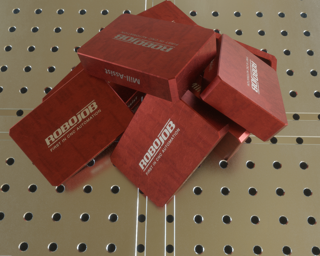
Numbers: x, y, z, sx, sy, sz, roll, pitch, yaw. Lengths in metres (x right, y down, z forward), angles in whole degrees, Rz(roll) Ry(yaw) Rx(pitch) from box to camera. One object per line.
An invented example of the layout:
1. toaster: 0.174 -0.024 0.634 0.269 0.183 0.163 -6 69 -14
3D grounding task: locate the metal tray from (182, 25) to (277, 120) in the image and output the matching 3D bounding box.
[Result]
1. metal tray: 0.091 -0.072 0.412 0.131 0.030 0.090 17 69 -15

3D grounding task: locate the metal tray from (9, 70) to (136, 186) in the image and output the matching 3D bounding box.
1. metal tray: -0.105 -0.003 0.385 0.130 0.030 0.090 -40 90 -2

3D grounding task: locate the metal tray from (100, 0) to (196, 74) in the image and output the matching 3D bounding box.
1. metal tray: -0.006 -0.119 0.432 0.131 0.030 0.090 -37 76 -27

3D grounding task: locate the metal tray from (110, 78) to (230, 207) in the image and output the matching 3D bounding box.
1. metal tray: 0.005 0.019 0.356 0.090 0.129 0.030 42 33 13

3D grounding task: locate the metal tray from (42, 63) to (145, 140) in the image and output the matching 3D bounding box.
1. metal tray: -0.082 -0.051 0.427 0.090 0.030 0.130 37 74 12

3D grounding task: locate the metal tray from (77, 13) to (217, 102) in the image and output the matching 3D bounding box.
1. metal tray: -0.015 -0.084 0.346 0.130 0.030 0.090 21 56 28

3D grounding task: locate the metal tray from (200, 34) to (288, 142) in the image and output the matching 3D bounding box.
1. metal tray: 0.097 -0.053 0.362 0.090 0.030 0.130 33 36 -10

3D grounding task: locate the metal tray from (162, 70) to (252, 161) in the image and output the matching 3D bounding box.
1. metal tray: 0.051 -0.023 0.387 0.130 0.090 0.030 42 76 14
